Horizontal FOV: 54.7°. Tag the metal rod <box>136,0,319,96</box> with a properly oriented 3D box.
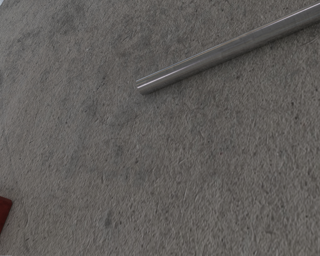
[{"bbox_3d":[0.106,-0.111,0.416,0.301,0.025,0.025,-21,54,15],"label":"metal rod"}]

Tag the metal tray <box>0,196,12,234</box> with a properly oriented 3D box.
[{"bbox_3d":[-0.293,0.144,0.465,0.130,0.030,0.090,-2,61,27],"label":"metal tray"}]
